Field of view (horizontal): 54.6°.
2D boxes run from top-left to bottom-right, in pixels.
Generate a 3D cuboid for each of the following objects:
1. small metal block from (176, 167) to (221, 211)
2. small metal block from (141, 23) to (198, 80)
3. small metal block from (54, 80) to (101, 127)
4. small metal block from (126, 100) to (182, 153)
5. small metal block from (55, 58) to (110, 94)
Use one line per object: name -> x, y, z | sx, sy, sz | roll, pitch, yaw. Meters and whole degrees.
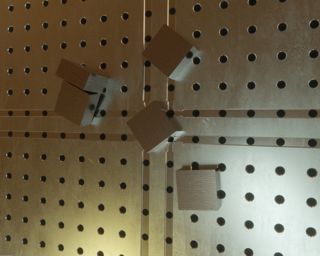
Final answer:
small metal block -> 0.049, 0.077, 0.395 | 0.050, 0.025, 0.050 | -5, 89, 20
small metal block -> 0.013, -0.100, 0.408 | 0.050, 0.025, 0.050 | 43, 103, 15
small metal block -> -0.121, -0.037, 0.452 | 0.050, 0.025, 0.050 | 28, 109, 18
small metal block -> -0.008, -0.002, 0.416 | 0.050, 0.025, 0.050 | -37, 78, 16
small metal block -> -0.109, -0.072, 0.438 | 0.050, 0.050, 0.025 | 28, 99, 18
